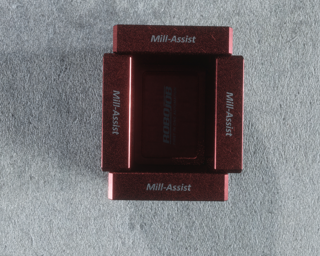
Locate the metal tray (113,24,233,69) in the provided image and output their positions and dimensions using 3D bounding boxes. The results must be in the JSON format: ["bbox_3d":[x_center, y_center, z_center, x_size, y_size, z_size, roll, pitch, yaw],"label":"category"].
[{"bbox_3d":[0.014,-0.096,0.378,0.131,0.090,0.030,1,90,-1],"label":"metal tray"}]

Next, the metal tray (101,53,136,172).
[{"bbox_3d":[-0.047,-0.017,0.377,0.030,0.090,0.129,1,90,0],"label":"metal tray"}]

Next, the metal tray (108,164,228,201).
[{"bbox_3d":[0.009,0.063,0.378,0.131,0.090,0.030,1,90,-1],"label":"metal tray"}]

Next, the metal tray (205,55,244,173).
[{"bbox_3d":[0.075,-0.015,0.379,0.030,0.090,0.129,1,90,0],"label":"metal tray"}]

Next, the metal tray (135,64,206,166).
[{"bbox_3d":[0.013,-0.017,0.409,0.091,0.030,0.129,1,90,-1],"label":"metal tray"}]
